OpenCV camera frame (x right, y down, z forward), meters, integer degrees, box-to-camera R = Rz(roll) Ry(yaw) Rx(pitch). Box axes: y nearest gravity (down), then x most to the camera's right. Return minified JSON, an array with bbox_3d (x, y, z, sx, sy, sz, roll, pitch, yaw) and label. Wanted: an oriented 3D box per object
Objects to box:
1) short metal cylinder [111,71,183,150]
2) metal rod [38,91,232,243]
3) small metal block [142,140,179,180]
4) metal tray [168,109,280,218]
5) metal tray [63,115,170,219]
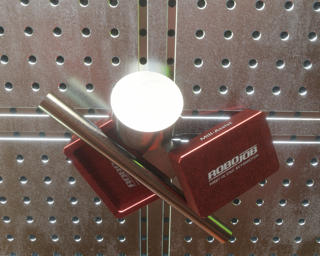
[{"bbox_3d":[-0.017,-0.020,0.366,0.081,0.080,0.050,8,152,-3],"label":"short metal cylinder"},{"bbox_3d":[-0.021,0.058,0.399,0.301,0.025,0.025,39,105,-14],"label":"metal rod"},{"bbox_3d":[0.005,0.033,0.407,0.050,0.050,0.025,39,106,-13],"label":"small metal block"},{"bbox_3d":[0.085,0.043,0.396,0.131,0.030,0.090,-28,110,-16],"label":"metal tray"},{"bbox_3d":[-0.055,0.053,0.425,0.090,0.030,0.130,-30,108,10],"label":"metal tray"}]
